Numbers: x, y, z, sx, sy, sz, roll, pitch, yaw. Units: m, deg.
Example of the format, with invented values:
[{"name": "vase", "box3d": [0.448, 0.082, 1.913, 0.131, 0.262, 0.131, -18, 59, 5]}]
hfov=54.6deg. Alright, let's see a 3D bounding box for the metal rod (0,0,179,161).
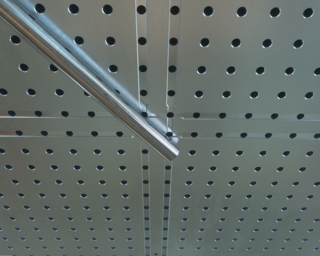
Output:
[{"name": "metal rod", "box3d": [-0.079, -0.051, 0.367, 0.025, 0.025, 0.300, -33, 123, 24]}]
